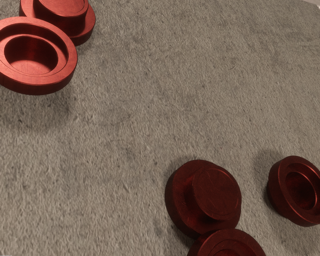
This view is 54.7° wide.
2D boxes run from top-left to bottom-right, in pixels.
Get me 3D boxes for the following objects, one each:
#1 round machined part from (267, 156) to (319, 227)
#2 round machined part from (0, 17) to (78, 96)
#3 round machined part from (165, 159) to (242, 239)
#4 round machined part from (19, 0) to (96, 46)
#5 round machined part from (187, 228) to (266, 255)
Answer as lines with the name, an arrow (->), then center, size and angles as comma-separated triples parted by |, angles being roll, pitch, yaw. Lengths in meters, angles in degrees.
round machined part -> 0.194, 0.092, 0.444 | 0.099, 0.042, 0.098 | 14, 56, -21
round machined part -> -0.150, -0.078, 0.360 | 0.099, 0.042, 0.098 | 14, 56, -21
round machined part -> 0.059, 0.083, 0.376 | 0.099, 0.042, 0.098 | 14, 56, -21
round machined part -> -0.135, -0.161, 0.419 | 0.099, 0.042, 0.098 | 14, 56, -21
round machined part -> 0.067, 0.158, 0.328 | 0.099, 0.042, 0.098 | 10, 66, -24
